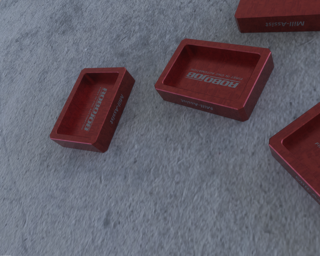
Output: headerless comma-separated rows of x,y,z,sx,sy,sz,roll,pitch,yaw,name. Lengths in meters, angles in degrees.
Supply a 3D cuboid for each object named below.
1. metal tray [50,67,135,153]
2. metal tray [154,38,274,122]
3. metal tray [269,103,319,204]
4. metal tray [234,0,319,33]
-0.101,-0.031,0.470,0.090,0.030,0.130,5,64,30,metal tray
0.068,-0.067,0.405,0.130,0.030,0.090,19,71,35,metal tray
0.179,0.035,0.285,0.090,0.030,0.130,-37,51,3,metal tray
0.176,-0.173,0.414,0.130,0.030,0.090,9,66,31,metal tray
